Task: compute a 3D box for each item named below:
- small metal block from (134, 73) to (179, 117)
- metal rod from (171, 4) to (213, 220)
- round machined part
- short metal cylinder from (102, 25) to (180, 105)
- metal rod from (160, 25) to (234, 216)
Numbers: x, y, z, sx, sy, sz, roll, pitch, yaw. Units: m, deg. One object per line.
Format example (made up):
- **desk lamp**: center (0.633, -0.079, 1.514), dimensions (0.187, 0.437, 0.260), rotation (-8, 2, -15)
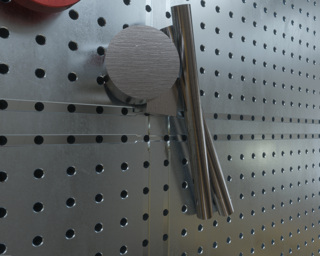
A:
- **small metal block**: center (-0.004, -0.042, 0.406), dimensions (0.050, 0.025, 0.050), rotation (8, 85, -40)
- **metal rod**: center (0.047, -0.011, 0.427), dimensions (0.025, 0.025, 0.298), rotation (-21, 110, -38)
- **round machined part**: center (-0.118, -0.160, 0.299), dimensions (0.099, 0.042, 0.097), rotation (0, 90, -40)
- **short metal cylinder**: center (-0.023, -0.069, 0.353), dimensions (0.081, 0.050, 0.080), rotation (1, 87, -14)
- **metal rod**: center (0.059, -0.001, 0.458), dimensions (0.025, 0.025, 0.298), rotation (-31, 109, -36)
